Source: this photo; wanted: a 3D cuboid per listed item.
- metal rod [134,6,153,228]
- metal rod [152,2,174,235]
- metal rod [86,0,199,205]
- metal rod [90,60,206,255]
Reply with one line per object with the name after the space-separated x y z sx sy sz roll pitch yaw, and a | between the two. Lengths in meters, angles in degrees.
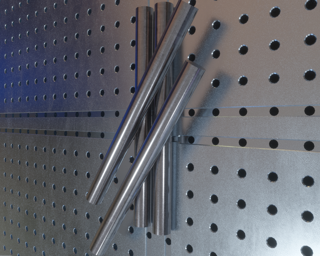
-0.023 -0.015 0.430 0.025 0.025 0.298 1 91 40 | metal rod
0.004 -0.012 0.408 0.025 0.025 0.298 1 91 40 | metal rod
-0.032 -0.018 0.405 0.025 0.025 0.298 42 115 32 | metal rod
-0.025 0.053 0.399 0.025 0.025 0.298 42 115 32 | metal rod
